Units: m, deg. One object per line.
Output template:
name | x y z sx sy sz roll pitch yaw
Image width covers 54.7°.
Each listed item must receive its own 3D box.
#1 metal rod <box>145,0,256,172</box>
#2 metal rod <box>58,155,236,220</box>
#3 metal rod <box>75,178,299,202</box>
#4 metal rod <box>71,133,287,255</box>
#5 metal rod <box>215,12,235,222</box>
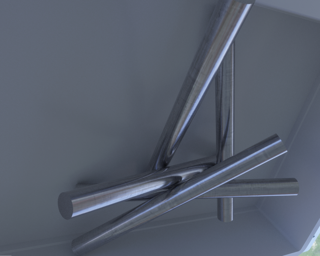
metal rod | 0.022 -0.009 0.340 0.025 0.025 0.298 -9 147 -24
metal rod | 0.014 0.061 0.393 0.302 0.025 0.025 -6 123 -49
metal rod | 0.041 0.085 0.422 0.302 0.025 0.025 0 121 -7
metal rod | 0.014 0.090 0.392 0.300 0.025 0.025 -30 131 12
metal rod | 0.089 -0.001 0.423 0.025 0.025 0.298 -14 113 -21
